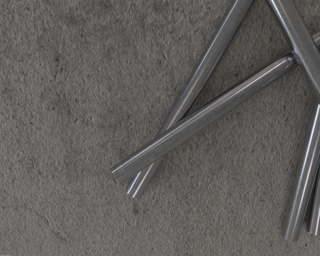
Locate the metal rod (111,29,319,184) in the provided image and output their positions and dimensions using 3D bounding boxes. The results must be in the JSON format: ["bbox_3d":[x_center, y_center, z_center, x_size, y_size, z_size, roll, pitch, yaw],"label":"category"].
[{"bbox_3d":[0.069,-0.024,0.382,0.300,0.025,0.025,-34,107,4],"label":"metal rod"}]

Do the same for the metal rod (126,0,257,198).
[{"bbox_3d":[0.032,-0.032,0.398,0.025,0.025,0.298,26,108,-10],"label":"metal rod"}]

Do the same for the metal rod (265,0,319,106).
[{"bbox_3d":[0.157,-0.097,0.347,0.025,0.025,0.299,-30,97,10],"label":"metal rod"}]

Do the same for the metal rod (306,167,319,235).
[{"bbox_3d":[0.228,0.014,0.416,0.025,0.025,0.298,-2,110,1],"label":"metal rod"}]

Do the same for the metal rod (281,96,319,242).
[{"bbox_3d":[0.202,0.028,0.410,0.025,0.025,0.298,1,114,-1],"label":"metal rod"}]
